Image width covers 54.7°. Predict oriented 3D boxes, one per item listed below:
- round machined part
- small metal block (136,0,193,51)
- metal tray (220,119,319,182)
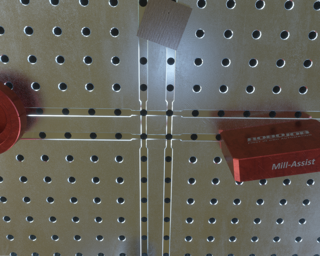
[{"bbox_3d":[-0.220,-0.017,0.396,0.099,0.042,0.097,0,110,0],"label":"round machined part"},{"bbox_3d":[0.005,-0.126,0.367,0.050,0.025,0.050,19,109,-7],"label":"small metal block"},{"bbox_3d":[0.149,0.025,0.389,0.131,0.090,0.030,-8,110,3],"label":"metal tray"}]
